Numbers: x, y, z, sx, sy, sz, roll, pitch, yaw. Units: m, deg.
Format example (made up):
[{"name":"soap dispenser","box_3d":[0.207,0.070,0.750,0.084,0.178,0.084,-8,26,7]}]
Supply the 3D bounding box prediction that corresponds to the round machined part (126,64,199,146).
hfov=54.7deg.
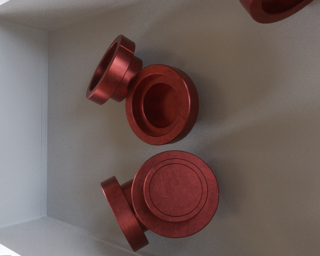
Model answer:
[{"name":"round machined part","box_3d":[0.007,-0.028,0.388,0.098,0.042,0.097,2,93,37]}]

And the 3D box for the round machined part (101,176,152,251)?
[{"name":"round machined part","box_3d":[-0.037,0.105,0.404,0.098,0.042,0.098,58,167,22]}]

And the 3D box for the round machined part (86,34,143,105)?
[{"name":"round machined part","box_3d":[-0.059,-0.074,0.425,0.098,0.042,0.098,-46,28,34]}]

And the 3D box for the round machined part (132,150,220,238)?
[{"name":"round machined part","box_3d":[0.017,0.072,0.346,0.099,0.042,0.098,0,70,1]}]

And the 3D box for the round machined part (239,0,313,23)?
[{"name":"round machined part","box_3d":[0.110,-0.143,0.268,0.098,0.099,0.042,-43,64,32]}]
